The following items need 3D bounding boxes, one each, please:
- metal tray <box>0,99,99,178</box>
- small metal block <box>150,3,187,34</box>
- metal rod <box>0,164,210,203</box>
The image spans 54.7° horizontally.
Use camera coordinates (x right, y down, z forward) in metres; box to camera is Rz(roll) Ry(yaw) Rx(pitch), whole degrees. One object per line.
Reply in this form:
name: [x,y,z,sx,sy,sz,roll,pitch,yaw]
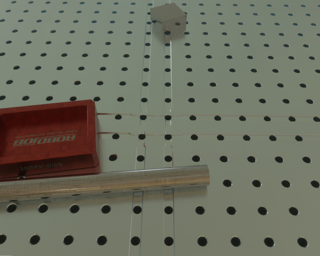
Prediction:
metal tray: [-0.146,0.011,0.392,0.131,0.030,0.090,-6,50,-6]
small metal block: [0.015,-0.207,0.582,0.050,0.025,0.050,-20,53,-17]
metal rod: [-0.095,0.065,0.351,0.302,0.025,0.025,-4,50,-4]
